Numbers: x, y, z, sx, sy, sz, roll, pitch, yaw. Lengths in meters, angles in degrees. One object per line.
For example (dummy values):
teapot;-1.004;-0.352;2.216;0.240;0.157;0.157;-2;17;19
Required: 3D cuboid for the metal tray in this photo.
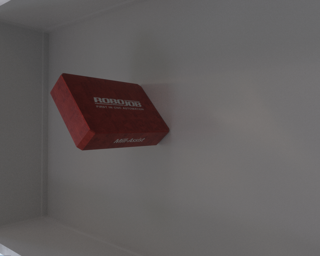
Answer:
metal tray;-0.058;-0.020;0.387;0.030;0.131;0.090;-48;62;30
